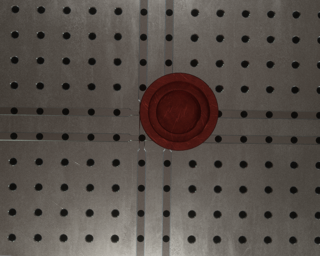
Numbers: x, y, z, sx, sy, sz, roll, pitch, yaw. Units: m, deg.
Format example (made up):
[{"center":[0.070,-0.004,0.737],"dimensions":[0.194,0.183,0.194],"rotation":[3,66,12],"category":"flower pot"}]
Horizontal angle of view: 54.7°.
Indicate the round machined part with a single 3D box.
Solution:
[{"center":[0.024,-0.020,0.405],"dimensions":[0.099,0.042,0.097],"rotation":[0,90,-1],"category":"round machined part"}]
